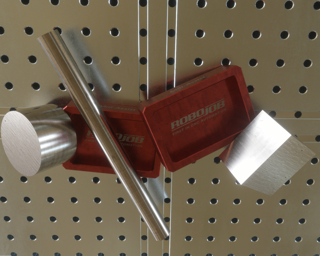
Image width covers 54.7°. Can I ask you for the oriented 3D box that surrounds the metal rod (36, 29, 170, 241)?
[{"bbox_3d":[-0.061,0.023,0.389,0.025,0.025,0.299,-24,109,8],"label":"metal rod"}]

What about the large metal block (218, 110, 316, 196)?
[{"bbox_3d":[0.137,0.035,0.395,0.080,0.050,0.080,25,112,-42],"label":"large metal block"}]

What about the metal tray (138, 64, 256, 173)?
[{"bbox_3d":[0.050,-0.013,0.386,0.131,0.030,0.090,-25,109,-9],"label":"metal tray"}]

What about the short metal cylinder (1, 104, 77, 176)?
[{"bbox_3d":[-0.150,0.013,0.384,0.080,0.050,0.079,10,109,33],"label":"short metal cylinder"}]

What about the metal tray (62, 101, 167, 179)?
[{"bbox_3d":[-0.061,0.016,0.415,0.131,0.030,0.089,6,110,-3],"label":"metal tray"}]
